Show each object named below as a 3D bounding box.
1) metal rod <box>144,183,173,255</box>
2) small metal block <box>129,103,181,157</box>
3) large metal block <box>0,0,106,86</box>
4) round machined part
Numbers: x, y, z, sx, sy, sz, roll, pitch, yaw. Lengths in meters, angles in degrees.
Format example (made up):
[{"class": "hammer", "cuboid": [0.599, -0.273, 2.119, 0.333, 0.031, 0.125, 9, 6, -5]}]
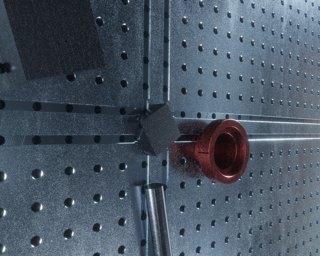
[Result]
[{"class": "metal rod", "cuboid": [0.011, 0.222, 0.420, 0.025, 0.025, 0.298, -13, 98, -40]}, {"class": "small metal block", "cuboid": [-0.005, 0.002, 0.407, 0.050, 0.025, 0.050, -38, 114, -34]}, {"class": "large metal block", "cuboid": [-0.109, -0.090, 0.302, 0.081, 0.050, 0.079, -21, 103, -38]}, {"class": "round machined part", "cuboid": [0.092, 0.035, 0.478, 0.099, 0.042, 0.097, 0, 90, -40]}]
